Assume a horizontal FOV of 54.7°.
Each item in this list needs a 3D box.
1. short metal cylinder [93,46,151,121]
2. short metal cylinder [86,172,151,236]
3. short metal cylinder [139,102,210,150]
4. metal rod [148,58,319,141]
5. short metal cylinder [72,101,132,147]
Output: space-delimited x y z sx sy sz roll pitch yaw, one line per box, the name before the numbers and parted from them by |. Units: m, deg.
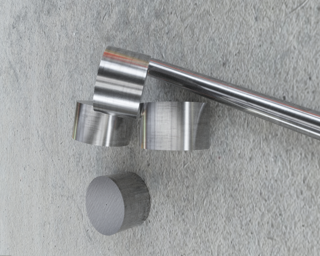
short metal cylinder | -0.044 -0.053 0.370 0.050 0.080 0.079 13 101 -3
short metal cylinder | -0.060 0.105 0.438 0.080 0.050 0.079 0 90 40
short metal cylinder | 0.017 -0.002 0.355 0.080 0.081 0.050 1 91 40
metal rod | 0.096 -0.027 0.325 0.300 0.025 0.025 27 107 36
short metal cylinder | -0.079 -0.008 0.435 0.080 0.081 0.050 15 100 39
